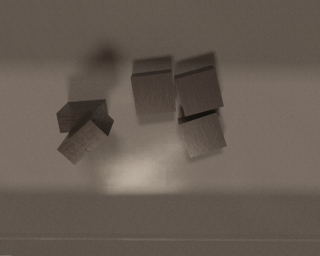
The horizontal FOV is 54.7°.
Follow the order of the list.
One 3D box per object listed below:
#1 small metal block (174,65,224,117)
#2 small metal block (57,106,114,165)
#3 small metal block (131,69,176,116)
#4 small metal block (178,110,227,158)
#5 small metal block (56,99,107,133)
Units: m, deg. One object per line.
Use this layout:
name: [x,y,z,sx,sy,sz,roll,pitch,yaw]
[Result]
small metal block: [0.049,-0.048,0.395,0.050,0.025,0.050,-15,110,5]
small metal block: [-0.081,0.007,0.346,0.050,0.050,0.025,-40,106,13]
small metal block: [-0.008,-0.045,0.395,0.050,0.025,0.050,-7,110,2]
small metal block: [0.056,0.006,0.414,0.050,0.025,0.050,-18,109,6]
small metal block: [-0.096,-0.016,0.391,0.050,0.050,0.025,-4,110,1]
